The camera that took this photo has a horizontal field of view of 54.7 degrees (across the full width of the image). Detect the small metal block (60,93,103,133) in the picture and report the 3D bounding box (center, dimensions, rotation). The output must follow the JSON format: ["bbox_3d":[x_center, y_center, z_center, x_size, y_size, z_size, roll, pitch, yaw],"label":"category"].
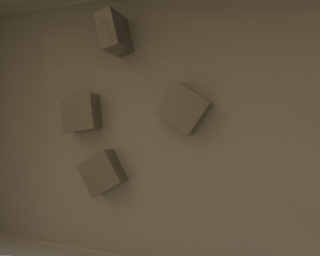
[{"bbox_3d":[-0.114,-0.021,0.449,0.050,0.025,0.050,-7,88,19],"label":"small metal block"}]

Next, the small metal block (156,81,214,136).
[{"bbox_3d":[0.032,-0.025,0.398,0.050,0.025,0.050,36,101,16],"label":"small metal block"}]

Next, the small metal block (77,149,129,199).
[{"bbox_3d":[-0.081,0.064,0.438,0.050,0.025,0.050,-31,80,17],"label":"small metal block"}]

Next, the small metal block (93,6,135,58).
[{"bbox_3d":[-0.061,-0.128,0.418,0.025,0.050,0.050,-15,85,19],"label":"small metal block"}]
